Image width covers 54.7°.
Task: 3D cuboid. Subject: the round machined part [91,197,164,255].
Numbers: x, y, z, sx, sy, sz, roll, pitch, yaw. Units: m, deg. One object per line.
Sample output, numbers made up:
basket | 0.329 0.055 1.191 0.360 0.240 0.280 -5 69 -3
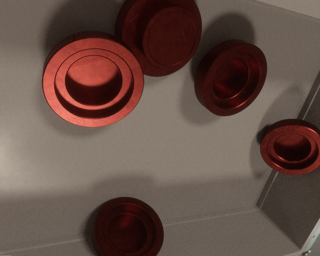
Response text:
round machined part | -0.048 0.150 0.435 0.099 0.098 0.042 0 139 -29

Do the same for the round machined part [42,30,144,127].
round machined part | -0.069 -0.053 0.322 0.099 0.042 0.097 -9 125 -13

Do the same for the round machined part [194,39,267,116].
round machined part | 0.087 -0.068 0.405 0.099 0.042 0.097 -14 125 -21

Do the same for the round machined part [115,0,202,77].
round machined part | 0.005 -0.102 0.339 0.099 0.042 0.097 -14 125 -21

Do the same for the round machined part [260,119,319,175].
round machined part | 0.220 0.027 0.515 0.042 0.098 0.097 -55 151 -53
